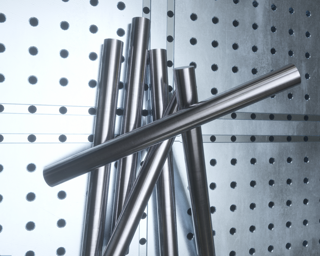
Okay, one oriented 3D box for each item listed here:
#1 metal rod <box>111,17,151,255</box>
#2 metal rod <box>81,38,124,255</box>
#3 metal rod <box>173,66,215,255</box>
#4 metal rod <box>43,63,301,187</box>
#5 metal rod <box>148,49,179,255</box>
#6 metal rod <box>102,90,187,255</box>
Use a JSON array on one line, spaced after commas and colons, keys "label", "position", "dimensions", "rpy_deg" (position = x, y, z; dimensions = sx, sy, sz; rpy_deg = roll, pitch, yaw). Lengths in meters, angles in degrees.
[{"label": "metal rod", "position": [-0.038, 0.009, 0.398], "dimensions": [0.025, 0.025, 0.298], "rpy_deg": [6, 88, -20]}, {"label": "metal rod", "position": [-0.073, 0.040, 0.385], "dimensions": [0.025, 0.025, 0.299], "rpy_deg": [6, 88, -20]}, {"label": "metal rod", "position": [0.048, 0.072, 0.397], "dimensions": [0.025, 0.025, 0.298], "rpy_deg": [-15, 107, -19]}, {"label": "metal rod", "position": [0.007, 0.000, 0.349], "dimensions": [0.301, 0.025, 0.025], "rpy_deg": [-23, 99, 7]}, {"label": "metal rod", "position": [0.005, 0.047, 0.414], "dimensions": [0.025, 0.025, 0.298], "rpy_deg": [-4, 91, -20]}, {"label": "metal rod", "position": [-0.023, 0.079, 0.376], "dimensions": [0.025, 0.025, 0.299], "rpy_deg": [26, 81, -18]}]
